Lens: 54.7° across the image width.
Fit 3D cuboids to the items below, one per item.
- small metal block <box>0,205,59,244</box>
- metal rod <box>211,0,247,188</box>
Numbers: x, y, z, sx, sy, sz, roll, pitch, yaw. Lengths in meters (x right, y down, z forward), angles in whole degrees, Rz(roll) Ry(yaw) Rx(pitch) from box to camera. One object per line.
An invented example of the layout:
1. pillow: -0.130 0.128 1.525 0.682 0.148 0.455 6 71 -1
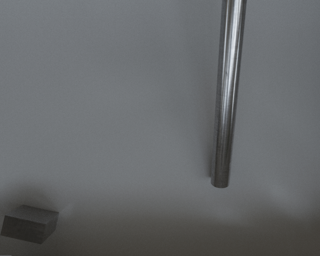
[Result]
1. small metal block: -0.165 0.122 0.397 0.050 0.050 0.025 13 90 -1
2. metal rod: 0.078 -0.061 0.350 0.025 0.025 0.298 -1 116 0
